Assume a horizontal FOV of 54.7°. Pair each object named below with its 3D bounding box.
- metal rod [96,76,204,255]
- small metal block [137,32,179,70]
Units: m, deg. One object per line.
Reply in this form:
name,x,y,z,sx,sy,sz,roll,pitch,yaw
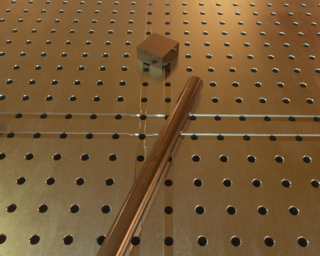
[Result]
metal rod,-0.003,0.038,0.375,0.025,0.025,0.301,17,52,14
small metal block,-0.003,-0.129,0.516,0.050,0.025,0.050,28,55,21
